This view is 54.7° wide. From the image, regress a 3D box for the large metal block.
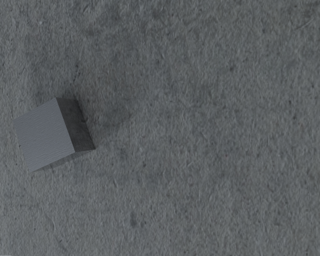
[{"bbox_3d":[-0.153,0.010,0.448,0.080,0.050,0.080,-24,82,18],"label":"large metal block"}]
